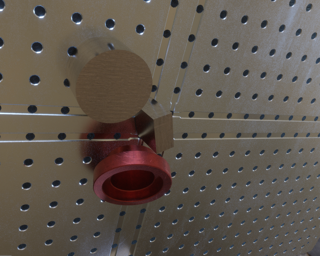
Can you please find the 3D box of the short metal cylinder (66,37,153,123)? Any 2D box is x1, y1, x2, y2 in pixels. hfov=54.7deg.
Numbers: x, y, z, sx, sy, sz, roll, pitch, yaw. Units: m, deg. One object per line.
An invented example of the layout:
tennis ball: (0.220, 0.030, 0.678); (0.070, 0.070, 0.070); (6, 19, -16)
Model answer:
short metal cylinder: (-0.055, -0.052, 0.333); (0.081, 0.050, 0.079); (-14, 124, -21)

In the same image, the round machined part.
round machined part: (-0.036, 0.058, 0.401); (0.099, 0.042, 0.097); (-5, 139, -4)

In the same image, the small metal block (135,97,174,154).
small metal block: (-0.008, -0.004, 0.387); (0.025, 0.050, 0.050); (-21, 127, -24)
